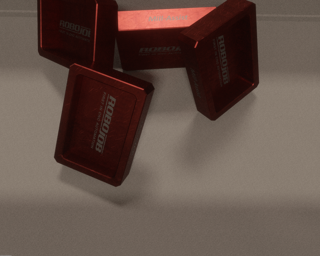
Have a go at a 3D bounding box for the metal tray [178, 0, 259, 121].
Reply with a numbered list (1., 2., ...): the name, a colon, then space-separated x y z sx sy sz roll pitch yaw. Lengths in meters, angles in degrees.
1. metal tray: 0.078 -0.080 0.384 0.090 0.130 0.030 -38 50 -13

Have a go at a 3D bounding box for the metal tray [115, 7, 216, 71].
1. metal tray: 0.010 -0.117 0.417 0.131 0.090 0.030 -4 69 -2

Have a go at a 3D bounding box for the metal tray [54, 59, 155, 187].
1. metal tray: -0.068 -0.004 0.364 0.090 0.030 0.129 21 115 7

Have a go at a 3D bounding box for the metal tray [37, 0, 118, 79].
1. metal tray: -0.110 -0.124 0.395 0.130 0.089 0.030 27 29 36
